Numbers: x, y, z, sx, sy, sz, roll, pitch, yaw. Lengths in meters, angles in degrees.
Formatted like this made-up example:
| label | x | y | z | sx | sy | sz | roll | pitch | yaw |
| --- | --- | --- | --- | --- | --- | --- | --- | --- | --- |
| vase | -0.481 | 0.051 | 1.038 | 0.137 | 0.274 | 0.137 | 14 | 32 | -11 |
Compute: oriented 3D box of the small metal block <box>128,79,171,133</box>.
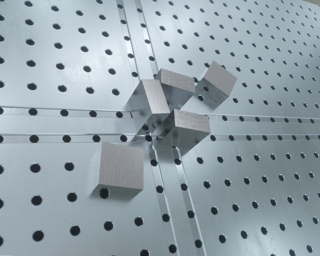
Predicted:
| label | x | y | z | sx | sy | sz | roll | pitch | yaw |
| --- | --- | --- | --- | --- | --- | --- | --- | --- | --- |
| small metal block | -0.015 | -0.028 | 0.400 | 0.025 | 0.050 | 0.050 | -4 | 64 | -30 |

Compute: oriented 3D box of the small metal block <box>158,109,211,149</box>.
| label | x | y | z | sx | sy | sz | roll | pitch | yaw |
| --- | --- | --- | --- | --- | --- | --- | --- | --- | --- |
| small metal block | 0.030 | 0.003 | 0.406 | 0.050 | 0.050 | 0.025 | 11 | 57 | -23 |

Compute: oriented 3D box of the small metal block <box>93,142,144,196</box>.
| label | x | y | z | sx | sy | sz | roll | pitch | yaw |
| --- | --- | --- | --- | --- | --- | --- | --- | --- | --- |
| small metal block | -0.047 | 0.047 | 0.354 | 0.050 | 0.025 | 0.050 | 12 | 57 | -22 |

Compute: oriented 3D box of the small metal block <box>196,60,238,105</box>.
| label | x | y | z | sx | sy | sz | roll | pitch | yaw |
| --- | --- | --- | --- | --- | --- | --- | --- | --- | --- |
| small metal block | 0.092 | -0.074 | 0.502 | 0.050 | 0.025 | 0.050 | 36 | 51 | -5 |

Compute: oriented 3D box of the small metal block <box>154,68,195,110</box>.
| label | x | y | z | sx | sy | sz | roll | pitch | yaw |
| --- | --- | --- | --- | --- | --- | --- | --- | --- | --- |
| small metal block | 0.014 | -0.051 | 0.430 | 0.050 | 0.050 | 0.025 | 13 | 56 | -21 |
